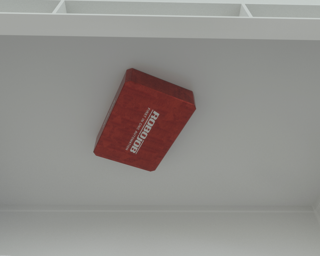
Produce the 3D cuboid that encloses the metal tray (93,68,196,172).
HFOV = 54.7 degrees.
[{"bbox_3d":[-0.023,-0.004,0.402,0.091,0.030,0.129,19,128,-16],"label":"metal tray"}]
